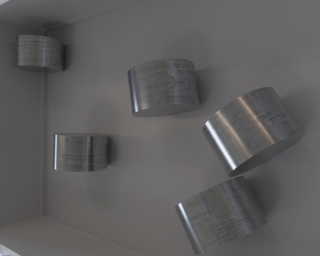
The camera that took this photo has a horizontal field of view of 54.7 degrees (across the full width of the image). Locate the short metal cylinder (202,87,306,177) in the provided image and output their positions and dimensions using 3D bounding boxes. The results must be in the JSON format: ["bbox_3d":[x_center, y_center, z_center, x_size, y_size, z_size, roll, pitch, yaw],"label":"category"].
[{"bbox_3d":[0.088,0.005,0.298,0.080,0.081,0.050,-42,65,32],"label":"short metal cylinder"}]

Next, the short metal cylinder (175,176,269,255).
[{"bbox_3d":[0.062,0.089,0.320,0.080,0.081,0.050,-38,67,33],"label":"short metal cylinder"}]

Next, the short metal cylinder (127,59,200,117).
[{"bbox_3d":[0.004,-0.044,0.368,0.080,0.081,0.050,-12,82,39],"label":"short metal cylinder"}]

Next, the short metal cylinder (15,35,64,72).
[{"bbox_3d":[-0.212,-0.129,0.546,0.080,0.081,0.050,4,93,40],"label":"short metal cylinder"}]

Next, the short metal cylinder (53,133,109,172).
[{"bbox_3d":[-0.119,0.035,0.470,0.080,0.081,0.050,4,93,40],"label":"short metal cylinder"}]
